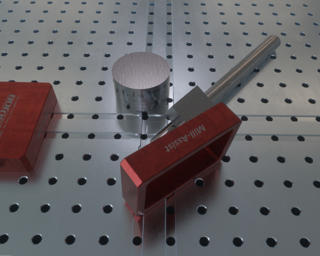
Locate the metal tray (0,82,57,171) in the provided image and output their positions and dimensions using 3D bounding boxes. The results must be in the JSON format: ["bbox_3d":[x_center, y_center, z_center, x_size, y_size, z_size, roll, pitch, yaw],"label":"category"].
[{"bbox_3d":[-0.199,-0.007,0.408,0.091,0.030,0.130,2,50,1],"label":"metal tray"}]

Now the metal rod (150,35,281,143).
[{"bbox_3d":[0.097,-0.063,0.460,0.025,0.025,0.302,34,58,25],"label":"metal rod"}]

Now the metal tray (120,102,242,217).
[{"bbox_3d":[0.022,0.035,0.334,0.131,0.090,0.030,-30,63,-23],"label":"metal tray"}]

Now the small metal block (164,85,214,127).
[{"bbox_3d":[0.043,-0.018,0.393,0.050,0.025,0.050,49,61,1],"label":"small metal block"}]

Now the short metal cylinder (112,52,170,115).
[{"bbox_3d":[-0.026,-0.065,0.446,0.081,0.050,0.080,0,50,0],"label":"short metal cylinder"}]
